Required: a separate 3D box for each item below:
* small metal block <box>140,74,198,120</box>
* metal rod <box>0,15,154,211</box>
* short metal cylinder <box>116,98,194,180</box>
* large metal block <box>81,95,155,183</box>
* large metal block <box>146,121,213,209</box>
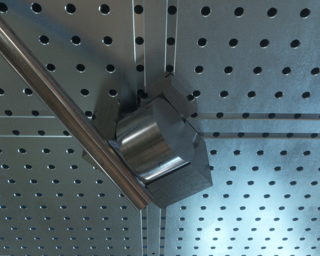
[{"bbox_3d":[0.011,-0.031,0.386,0.050,0.025,0.050,-34,123,25],"label":"small metal block"},{"bbox_3d":[-0.109,-0.033,0.313,0.025,0.025,0.300,-34,102,25],"label":"metal rod"},{"bbox_3d":[-0.004,0.012,0.353,0.050,0.080,0.080,-30,125,22],"label":"short metal cylinder"},{"bbox_3d":[-0.045,0.020,0.393,0.050,0.080,0.080,-30,124,23],"label":"large metal block"},{"bbox_3d":[0.018,0.049,0.415,0.080,0.080,0.050,-30,124,23],"label":"large metal block"}]
